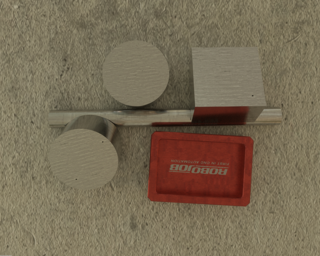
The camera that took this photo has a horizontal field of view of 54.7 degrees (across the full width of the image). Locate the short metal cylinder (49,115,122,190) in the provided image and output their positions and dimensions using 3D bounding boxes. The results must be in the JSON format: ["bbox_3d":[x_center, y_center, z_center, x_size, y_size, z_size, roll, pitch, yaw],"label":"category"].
[{"bbox_3d":[-0.089,0.029,0.386,0.081,0.050,0.079,0,111,-1],"label":"short metal cylinder"}]

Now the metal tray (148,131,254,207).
[{"bbox_3d":[0.052,0.052,0.408,0.131,0.030,0.089,3,90,0],"label":"metal tray"}]

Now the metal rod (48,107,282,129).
[{"bbox_3d":[0.007,-0.014,0.412,0.302,0.025,0.025,-1,90,0],"label":"metal rod"}]

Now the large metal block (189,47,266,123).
[{"bbox_3d":[0.080,-0.053,0.387,0.081,0.050,0.080,-1,69,0],"label":"large metal block"}]

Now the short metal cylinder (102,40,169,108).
[{"bbox_3d":[-0.029,-0.066,0.398,0.081,0.050,0.080,0,90,0],"label":"short metal cylinder"}]
